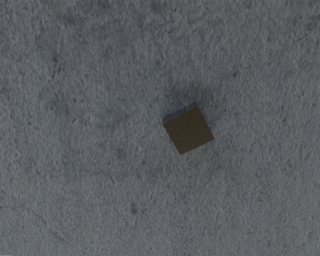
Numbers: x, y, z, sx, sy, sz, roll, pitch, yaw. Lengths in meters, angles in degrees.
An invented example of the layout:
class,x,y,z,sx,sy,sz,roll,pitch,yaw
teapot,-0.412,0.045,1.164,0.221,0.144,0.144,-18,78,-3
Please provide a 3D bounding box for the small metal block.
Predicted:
class,x,y,z,sx,sy,sz,roll,pitch,yaw
small metal block,0.037,0.001,0.411,0.050,0.025,0.050,-26,108,9
